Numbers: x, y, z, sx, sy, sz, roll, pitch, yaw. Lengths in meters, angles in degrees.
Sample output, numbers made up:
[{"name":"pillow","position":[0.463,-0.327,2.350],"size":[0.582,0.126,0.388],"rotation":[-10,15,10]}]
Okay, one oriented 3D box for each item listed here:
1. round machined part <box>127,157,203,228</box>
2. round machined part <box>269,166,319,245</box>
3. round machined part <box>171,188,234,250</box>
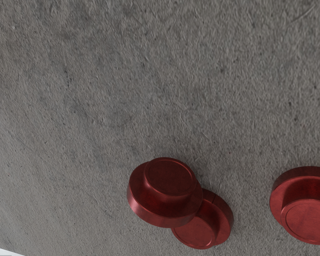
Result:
[{"name":"round machined part","position":[0.009,0.076,0.402],"size":[0.098,0.098,0.042],"rotation":[26,127,12]},{"name":"round machined part","position":[0.179,0.096,0.361],"size":[0.098,0.042,0.097],"rotation":[13,124,21]},{"name":"round machined part","position":[0.054,0.137,0.452],"size":[0.098,0.042,0.097],"rotation":[13,124,21]}]
